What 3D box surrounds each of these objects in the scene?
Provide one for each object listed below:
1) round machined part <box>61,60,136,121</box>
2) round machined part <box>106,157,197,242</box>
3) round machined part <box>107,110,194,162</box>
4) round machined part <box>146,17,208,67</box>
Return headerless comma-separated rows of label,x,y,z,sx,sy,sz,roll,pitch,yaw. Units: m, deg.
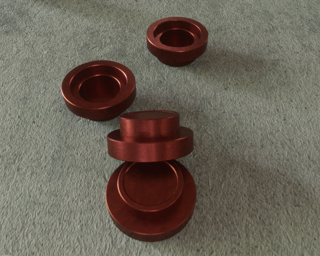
round machined part,-0.082,-0.048,0.431,0.099,0.042,0.098,0,50,0
round machined part,-0.010,0.067,0.335,0.099,0.042,0.098,0,50,0
round machined part,-0.011,0.005,0.355,0.099,0.042,0.098,-2,11,1
round machined part,0.028,-0.138,0.508,0.099,0.042,0.098,0,50,0
